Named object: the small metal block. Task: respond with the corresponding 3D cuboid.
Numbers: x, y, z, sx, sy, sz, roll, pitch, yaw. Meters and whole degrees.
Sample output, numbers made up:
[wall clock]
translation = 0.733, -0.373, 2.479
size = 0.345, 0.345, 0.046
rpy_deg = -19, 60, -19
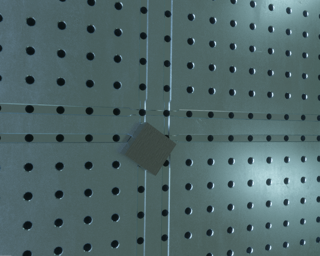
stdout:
[small metal block]
translation = -0.015, 0.027, 0.408
size = 0.050, 0.025, 0.050
rpy_deg = 37, 78, -17
